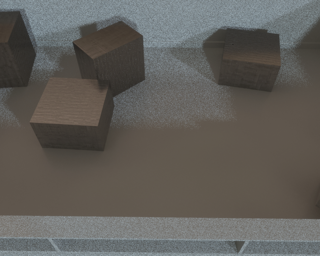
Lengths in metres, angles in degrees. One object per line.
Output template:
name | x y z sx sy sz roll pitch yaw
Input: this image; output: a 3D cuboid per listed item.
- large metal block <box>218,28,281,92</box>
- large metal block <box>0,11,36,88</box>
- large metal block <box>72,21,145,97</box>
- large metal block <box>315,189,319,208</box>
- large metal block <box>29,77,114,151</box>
large metal block | 0.137 -0.106 0.479 0.080 0.050 0.080 9 51 8
large metal block | -0.231 -0.117 0.466 0.050 0.080 0.080 -4 50 -3
large metal block | -0.070 -0.095 0.449 0.080 0.080 0.050 -33 58 -25
large metal block | 0.215 0.065 0.315 0.080 0.050 0.080 30 28 22
large metal block | -0.109 -0.019 0.404 0.080 0.050 0.080 3 50 3
